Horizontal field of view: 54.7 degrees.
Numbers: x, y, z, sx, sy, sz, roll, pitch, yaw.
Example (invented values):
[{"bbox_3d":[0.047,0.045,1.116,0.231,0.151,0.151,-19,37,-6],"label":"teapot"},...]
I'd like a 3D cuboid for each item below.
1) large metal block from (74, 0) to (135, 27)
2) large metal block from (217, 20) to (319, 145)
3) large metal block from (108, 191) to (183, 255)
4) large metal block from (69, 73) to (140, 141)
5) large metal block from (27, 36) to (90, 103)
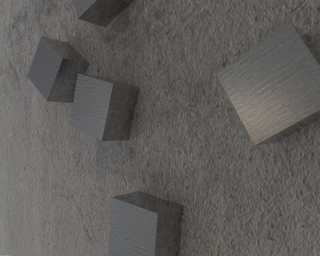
[{"bbox_3d":[-0.087,-0.212,0.461,0.080,0.050,0.080,-27,73,37],"label":"large metal block"},{"bbox_3d":[0.115,-0.038,0.294,0.080,0.050,0.080,-36,68,34],"label":"large metal block"},{"bbox_3d":[-0.020,0.135,0.405,0.080,0.050,0.079,7,95,40],"label":"large metal block"},{"bbox_3d":[-0.084,-0.032,0.458,0.080,0.050,0.079,21,104,38],"label":"large metal block"},{"bbox_3d":[-0.177,-0.100,0.536,0.080,0.050,0.080,44,116,31],"label":"large metal block"}]
